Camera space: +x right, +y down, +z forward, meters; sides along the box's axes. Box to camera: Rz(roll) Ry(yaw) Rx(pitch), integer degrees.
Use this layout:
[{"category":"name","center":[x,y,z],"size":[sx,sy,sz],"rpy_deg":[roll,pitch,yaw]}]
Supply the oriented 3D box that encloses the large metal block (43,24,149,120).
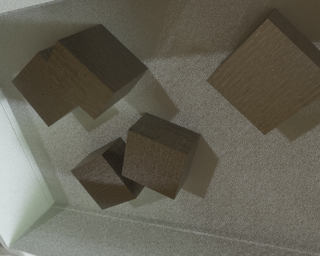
[{"category":"large metal block","center":[-0.074,-0.069,0.369],"size":[0.080,0.080,0.050],"rpy_deg":[43,129,-2]}]

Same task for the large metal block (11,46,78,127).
[{"category":"large metal block","center":[-0.144,-0.059,0.432],"size":[0.080,0.050,0.080],"rpy_deg":[-28,103,37]}]

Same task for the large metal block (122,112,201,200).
[{"category":"large metal block","center":[0.000,0.037,0.415],"size":[0.080,0.050,0.079],"rpy_deg":[23,127,14]}]

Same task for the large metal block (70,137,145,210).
[{"category":"large metal block","center":[-0.075,0.071,0.476],"size":[0.080,0.050,0.080],"rpy_deg":[-27,104,37]}]

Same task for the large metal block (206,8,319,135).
[{"category":"large metal block","center":[0.108,-0.054,0.303],"size":[0.080,0.050,0.080],"rpy_deg":[43,129,-2]}]
